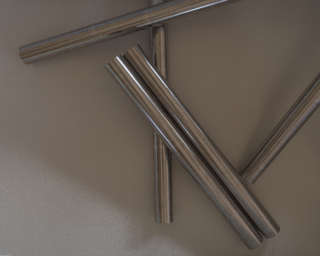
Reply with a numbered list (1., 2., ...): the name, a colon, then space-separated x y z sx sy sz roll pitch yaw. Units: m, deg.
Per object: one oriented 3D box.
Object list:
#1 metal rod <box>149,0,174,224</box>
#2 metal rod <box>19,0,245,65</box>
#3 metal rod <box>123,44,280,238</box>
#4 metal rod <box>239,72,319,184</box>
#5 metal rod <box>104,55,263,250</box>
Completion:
1. metal rod: 0.001 -0.026 0.411 0.025 0.025 0.298 -2 90 -1
2. metal rod: -0.034 -0.132 0.389 0.301 0.025 0.025 -14 90 8
3. metal rod: 0.057 0.022 0.395 0.025 0.025 0.300 -39 97 0
4. metal rod: 0.192 -0.052 0.363 0.025 0.025 0.298 33 110 -1
5. metal rod: 0.035 0.036 0.392 0.025 0.025 0.300 -38 98 0
